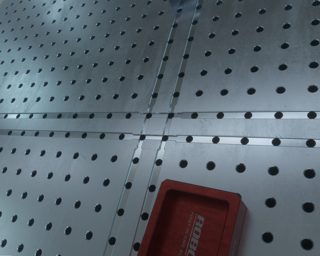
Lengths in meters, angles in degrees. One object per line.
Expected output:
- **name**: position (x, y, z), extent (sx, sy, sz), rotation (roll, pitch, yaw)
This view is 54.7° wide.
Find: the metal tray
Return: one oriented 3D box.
- **metal tray**: position (0.027, 0.124, 0.313), extent (0.090, 0.030, 0.130), rotation (6, 65, 30)
